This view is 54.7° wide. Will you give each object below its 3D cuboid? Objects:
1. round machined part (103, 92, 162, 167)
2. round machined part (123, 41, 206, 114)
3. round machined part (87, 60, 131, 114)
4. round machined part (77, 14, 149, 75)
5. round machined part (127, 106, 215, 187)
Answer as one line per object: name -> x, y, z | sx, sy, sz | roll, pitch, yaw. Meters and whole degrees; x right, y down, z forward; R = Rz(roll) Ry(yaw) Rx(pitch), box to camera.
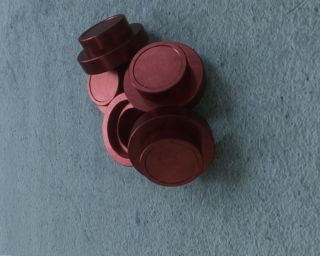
round machined part -> -0.029, 0.001, 0.417 | 0.098, 0.042, 0.097 | 0, 90, 39
round machined part -> 0.002, -0.061, 0.363 | 0.098, 0.042, 0.098 | -6, 66, 14
round machined part -> -0.068, -0.065, 0.451 | 0.098, 0.042, 0.097 | 0, 90, 39
round machined part -> -0.068, -0.116, 0.411 | 0.098, 0.098, 0.042 | 1, 133, 39
round machined part -> 0.013, 0.027, 0.347 | 0.097, 0.098, 0.042 | -50, 20, 28
